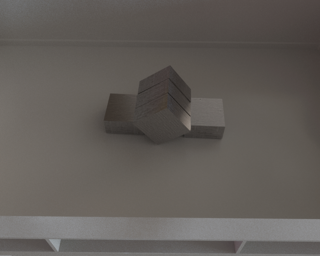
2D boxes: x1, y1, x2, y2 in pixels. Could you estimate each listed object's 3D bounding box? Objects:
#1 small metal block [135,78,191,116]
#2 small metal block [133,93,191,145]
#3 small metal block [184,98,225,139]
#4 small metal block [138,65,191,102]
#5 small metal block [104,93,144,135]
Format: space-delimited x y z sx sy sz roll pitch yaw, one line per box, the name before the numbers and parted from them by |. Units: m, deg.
small metal block | 0.005 -0.029 0.398 0.050 0.050 0.025 -24 43 28
small metal block | 0.003 -0.010 0.382 0.050 0.050 0.025 -24 43 28
small metal block | 0.058 -0.014 0.416 0.050 0.025 0.050 2 50 1
small metal block | 0.007 -0.049 0.414 0.050 0.050 0.025 -23 43 28
small metal block | -0.045 -0.019 0.419 0.050 0.025 0.050 3 50 2
